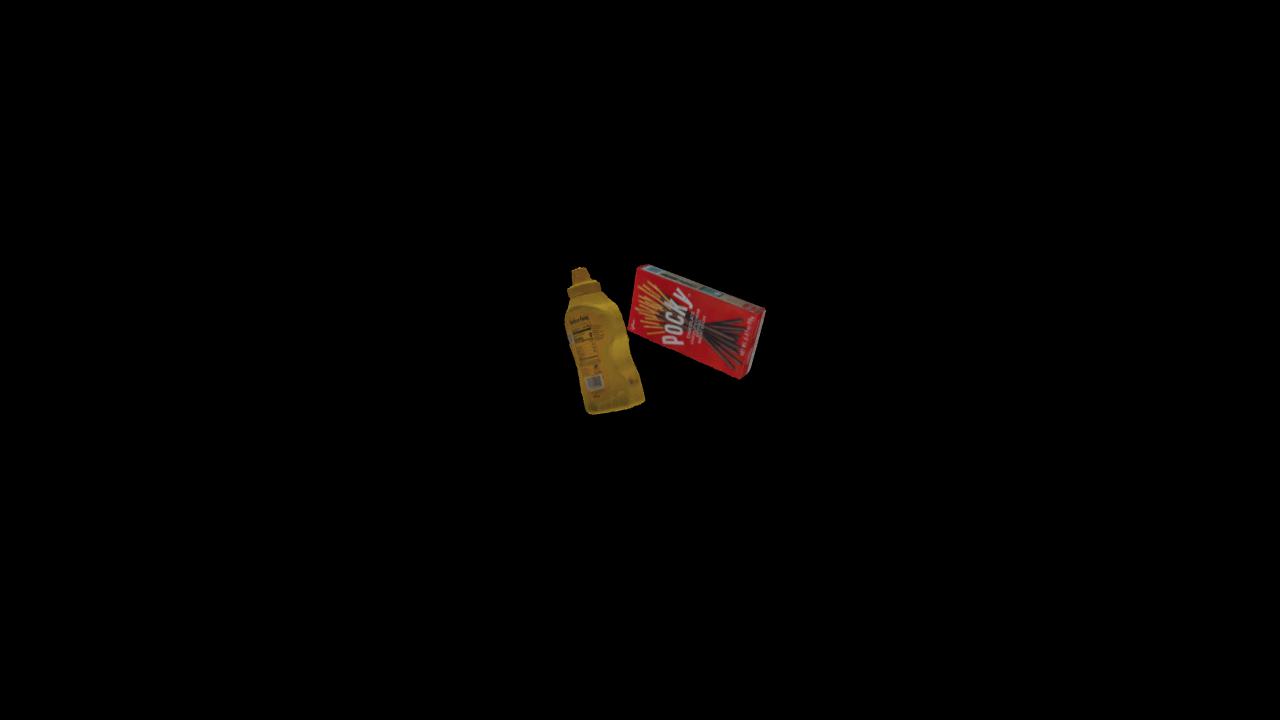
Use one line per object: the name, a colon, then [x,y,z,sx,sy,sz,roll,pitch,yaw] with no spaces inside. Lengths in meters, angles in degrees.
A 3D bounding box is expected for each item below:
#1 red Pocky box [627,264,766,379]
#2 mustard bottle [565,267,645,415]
red Pocky box: [0.058,-0.044,0.686,0.155,0.083,0.028,25,34,26]
mustard bottle: [-0.054,-0.027,0.770,0.054,0.184,0.092,-17,3,-39]
